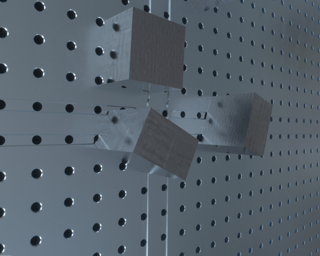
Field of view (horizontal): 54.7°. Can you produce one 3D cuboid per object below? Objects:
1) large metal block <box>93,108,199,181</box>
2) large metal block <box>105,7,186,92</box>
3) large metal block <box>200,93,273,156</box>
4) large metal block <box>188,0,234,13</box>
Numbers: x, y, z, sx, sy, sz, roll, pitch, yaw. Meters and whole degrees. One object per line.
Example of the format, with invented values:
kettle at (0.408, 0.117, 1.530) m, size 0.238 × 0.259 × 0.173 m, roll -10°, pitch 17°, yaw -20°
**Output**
large metal block at (-0.016, 0.019, 0.362) m, size 0.080 × 0.080 × 0.050 m, roll 33°, pitch 70°, yaw -36°
large metal block at (-0.017, -0.090, 0.380) m, size 0.081 × 0.050 × 0.080 m, roll 5°, pitch 87°, yaw -40°
large metal block at (0.116, -0.005, 0.474) m, size 0.050 × 0.080 × 0.080 m, roll 24°, pitch 75°, yaw -38°
large metal block at (0.068, -0.217, 0.432) m, size 0.080 × 0.080 × 0.050 m, roll 33°, pitch 70°, yaw -36°
